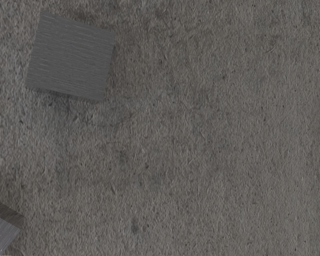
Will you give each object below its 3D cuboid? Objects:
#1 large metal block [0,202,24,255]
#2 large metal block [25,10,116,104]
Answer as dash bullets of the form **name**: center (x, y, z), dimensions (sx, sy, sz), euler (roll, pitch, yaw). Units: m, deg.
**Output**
- **large metal block**: center (-0.204, 0.112, 0.321), dimensions (0.080, 0.050, 0.080), euler (39, 78, -16)
- **large metal block**: center (-0.103, -0.076, 0.358), dimensions (0.081, 0.050, 0.080), euler (12, 86, -20)
